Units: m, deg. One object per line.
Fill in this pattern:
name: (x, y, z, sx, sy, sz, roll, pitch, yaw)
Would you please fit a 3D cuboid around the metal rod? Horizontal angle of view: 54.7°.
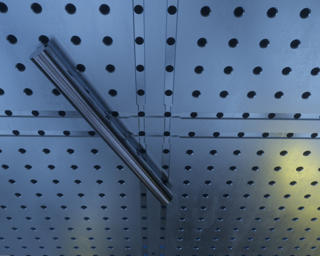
metal rod: (-0.061, 0.016, 0.424, 0.025, 0.025, 0.300, -23, 127, 18)
